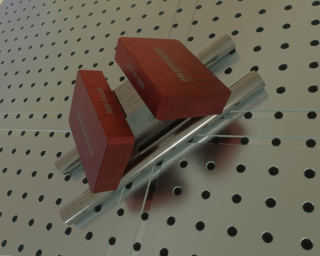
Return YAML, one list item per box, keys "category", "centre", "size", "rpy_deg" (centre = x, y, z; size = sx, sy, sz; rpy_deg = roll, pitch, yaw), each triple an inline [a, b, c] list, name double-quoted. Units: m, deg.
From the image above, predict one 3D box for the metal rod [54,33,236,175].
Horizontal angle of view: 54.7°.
- category: "metal rod"
  centre: [-0.023, -0.032, 0.438]
  size: [0.300, 0.025, 0.025]
  rpy_deg: [-37, 51, 3]

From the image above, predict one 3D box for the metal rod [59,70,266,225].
- category: "metal rod"
  centre: [0.000, 0.027, 0.391]
  size: [0.300, 0.025, 0.025]
  rpy_deg: [-36, 51, 4]

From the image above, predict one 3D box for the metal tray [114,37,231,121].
- category: "metal tray"
  centre: [0.011, -0.064, 0.370]
  size: [0.091, 0.030, 0.130]
  rpy_deg: [-7, 44, -30]

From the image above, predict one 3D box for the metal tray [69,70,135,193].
- category: "metal tray"
  centre: [-0.077, 0.001, 0.377]
  size: [0.130, 0.030, 0.089]
  rpy_deg: [60, 140, 38]

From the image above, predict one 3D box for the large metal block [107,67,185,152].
- category: "large metal block"
  centre: [-0.016, -0.021, 0.392]
  size: [0.080, 0.080, 0.050]
  rpy_deg: [-36, 51, 4]
